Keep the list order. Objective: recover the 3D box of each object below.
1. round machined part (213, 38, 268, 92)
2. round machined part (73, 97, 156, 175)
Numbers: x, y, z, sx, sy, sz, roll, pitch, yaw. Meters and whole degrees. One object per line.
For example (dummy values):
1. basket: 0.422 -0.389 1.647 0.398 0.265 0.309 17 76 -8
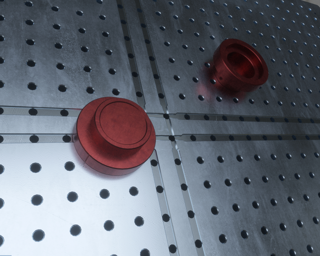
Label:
1. round machined part: 0.132 -0.101 0.529 0.099 0.042 0.098 13 56 -21
2. round machined part: -0.049 0.003 0.368 0.099 0.042 0.098 13 56 -21
